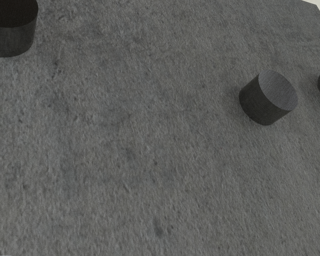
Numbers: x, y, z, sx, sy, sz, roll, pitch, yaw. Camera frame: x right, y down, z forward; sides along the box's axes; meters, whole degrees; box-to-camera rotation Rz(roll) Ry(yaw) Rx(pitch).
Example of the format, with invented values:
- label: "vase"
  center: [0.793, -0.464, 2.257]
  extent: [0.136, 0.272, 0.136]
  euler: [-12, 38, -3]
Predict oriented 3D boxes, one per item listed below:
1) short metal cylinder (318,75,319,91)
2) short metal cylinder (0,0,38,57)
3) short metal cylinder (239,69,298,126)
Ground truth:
- label: "short metal cylinder"
  center: [0.375, -0.098, 0.635]
  extent: [0.050, 0.080, 0.080]
  euler: [-29, 78, -38]
- label: "short metal cylinder"
  center: [-0.190, -0.131, 0.366]
  extent: [0.081, 0.050, 0.080]
  euler: [14, 56, -21]
- label: "short metal cylinder"
  center: [0.181, -0.051, 0.519]
  extent: [0.081, 0.050, 0.080]
  euler: [14, 56, -21]
